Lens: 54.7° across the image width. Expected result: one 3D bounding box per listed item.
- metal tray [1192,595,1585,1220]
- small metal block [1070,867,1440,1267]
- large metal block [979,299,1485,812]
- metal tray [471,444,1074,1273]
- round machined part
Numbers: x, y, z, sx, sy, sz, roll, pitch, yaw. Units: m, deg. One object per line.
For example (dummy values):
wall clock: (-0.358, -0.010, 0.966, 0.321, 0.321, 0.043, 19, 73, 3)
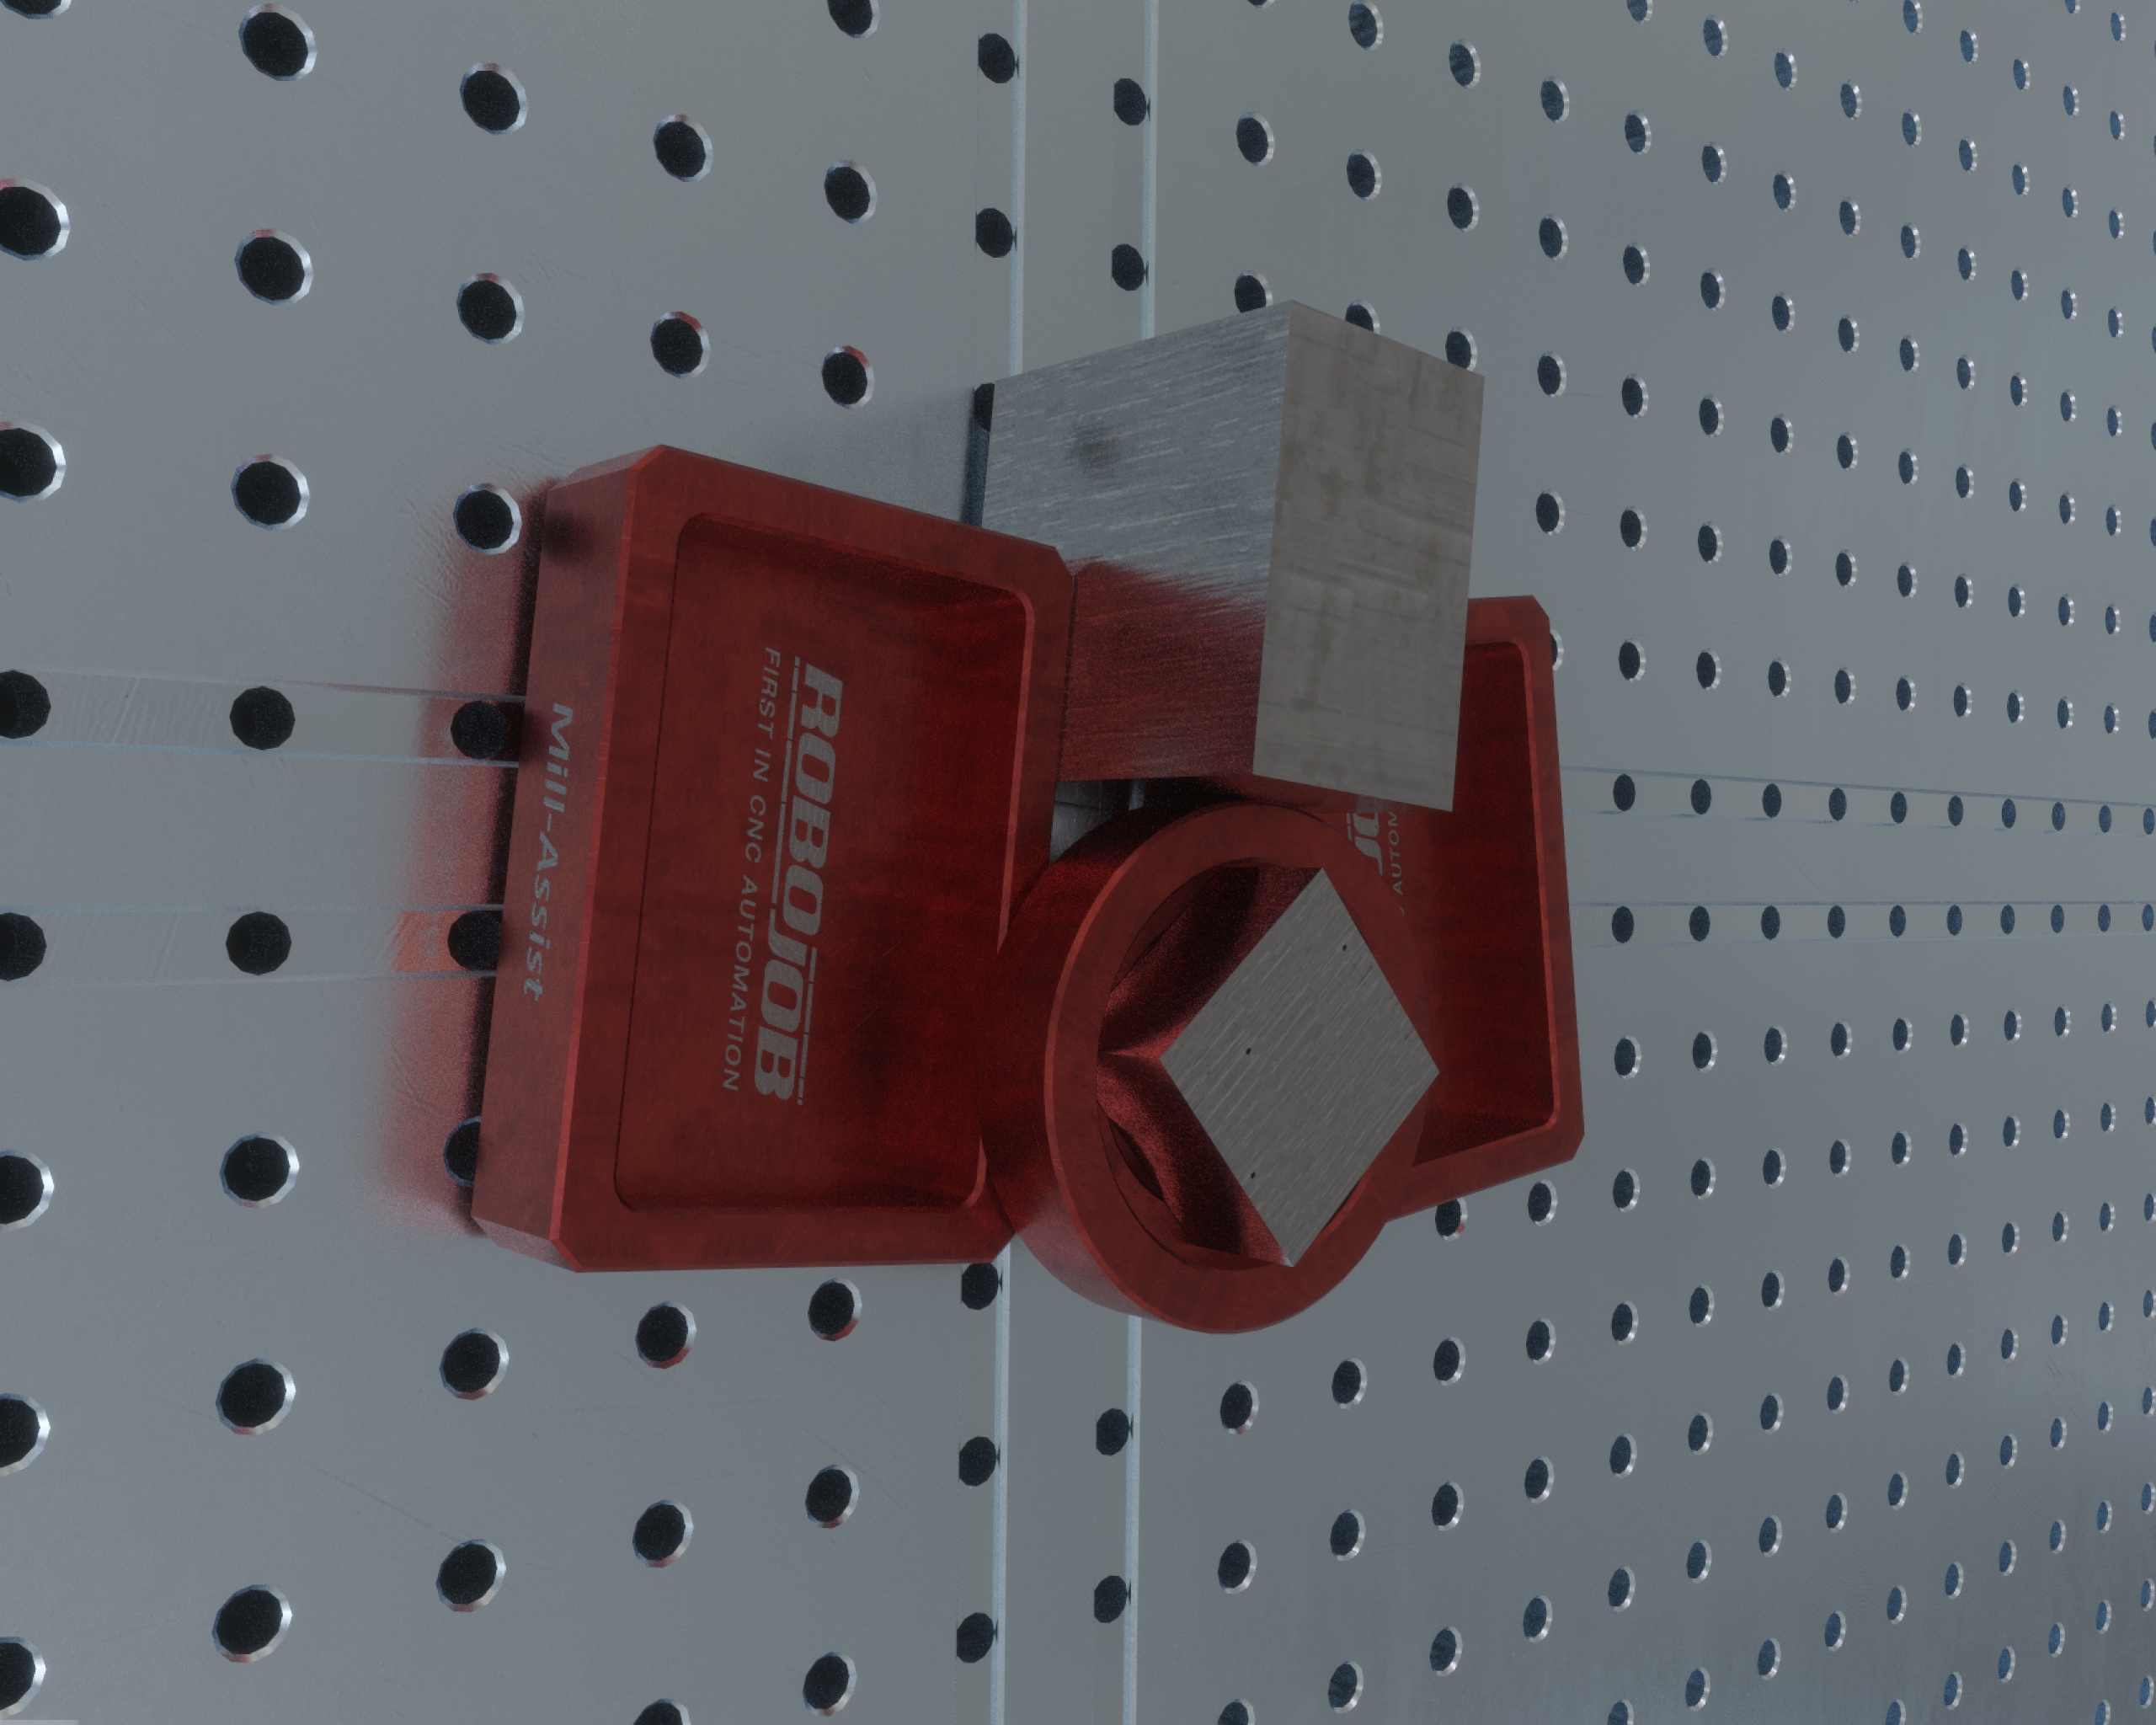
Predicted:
metal tray: (0.068, 0.009, 0.458, 0.091, 0.030, 0.129, -9, 96, -40)
small metal block: (0.033, 0.036, 0.377, 0.050, 0.025, 0.050, -47, 118, -30)
large metal block: (0.025, -0.052, 0.390, 0.050, 0.080, 0.080, 8, 85, -40)
metal tray: (-0.049, 0.003, 0.359, 0.091, 0.030, 0.129, 8, 85, -40)
round machined part: (0.019, 0.037, 0.397, 0.099, 0.042, 0.097, 0, 90, -40)
